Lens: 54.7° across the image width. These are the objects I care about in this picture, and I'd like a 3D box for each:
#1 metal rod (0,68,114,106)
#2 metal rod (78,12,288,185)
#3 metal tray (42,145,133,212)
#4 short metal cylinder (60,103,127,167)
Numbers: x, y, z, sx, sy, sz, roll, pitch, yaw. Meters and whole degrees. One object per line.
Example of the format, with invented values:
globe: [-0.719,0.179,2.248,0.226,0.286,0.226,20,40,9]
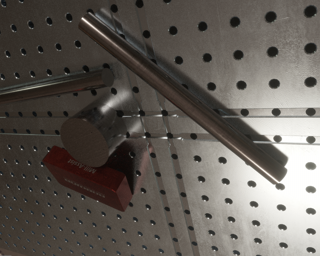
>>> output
metal rod: [-0.198,-0.055,0.478,0.300,0.025,0.025,-5,116,30]
metal rod: [0.026,-0.036,0.373,0.300,0.025,0.025,39,129,1]
metal tray: [-0.113,0.082,0.495,0.130,0.030,0.090,19,149,16]
short metal cylinder: [-0.095,0.010,0.449,0.080,0.050,0.079,13,124,20]
